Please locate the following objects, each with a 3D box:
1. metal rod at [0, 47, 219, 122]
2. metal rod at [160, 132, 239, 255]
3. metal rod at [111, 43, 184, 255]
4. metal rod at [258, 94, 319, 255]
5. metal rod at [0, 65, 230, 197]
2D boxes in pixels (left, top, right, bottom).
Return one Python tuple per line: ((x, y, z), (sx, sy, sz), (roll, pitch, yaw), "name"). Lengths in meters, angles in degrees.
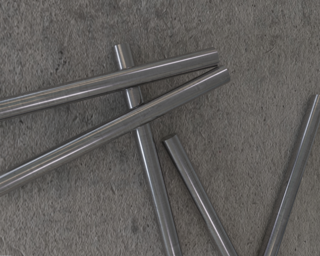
((-0.074, -0.049, 0.360), (0.302, 0.025, 0.025), (-16, 96, -12), "metal rod")
((0.079, 0.143, 0.438), (0.025, 0.025, 0.299), (-30, 100, -17), "metal rod")
((-0.014, 0.041, 0.403), (0.025, 0.025, 0.298), (-16, 95, -19), "metal rod")
((0.205, 0.089, 0.484), (0.025, 0.025, 0.299), (24, 82, -19), "metal rod")
((-0.050, -0.001, 0.367), (0.302, 0.025, 0.025), (-27, 99, -10), "metal rod")
